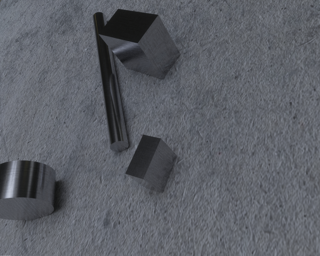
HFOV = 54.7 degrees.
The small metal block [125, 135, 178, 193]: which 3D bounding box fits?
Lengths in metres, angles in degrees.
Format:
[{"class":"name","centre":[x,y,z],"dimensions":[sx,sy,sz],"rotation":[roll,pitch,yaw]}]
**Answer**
[{"class":"small metal block","centre":[-0.008,0.043,0.365],"dimensions":[0.025,0.050,0.050],"rotation":[11,67,32]}]

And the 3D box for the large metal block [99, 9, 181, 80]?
[{"class":"large metal block","centre":[-0.028,-0.124,0.458],"dimensions":[0.080,0.080,0.050],"rotation":[24,75,36]}]

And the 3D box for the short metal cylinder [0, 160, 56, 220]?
[{"class":"short metal cylinder","centre":[-0.181,0.084,0.410],"dimensions":[0.080,0.080,0.050],"rotation":[-20,54,16]}]

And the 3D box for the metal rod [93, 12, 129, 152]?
[{"class":"metal rod","centre":[-0.085,-0.093,0.503],"dimensions":[0.025,0.025,0.299],"rotation":[-24,53,13]}]
